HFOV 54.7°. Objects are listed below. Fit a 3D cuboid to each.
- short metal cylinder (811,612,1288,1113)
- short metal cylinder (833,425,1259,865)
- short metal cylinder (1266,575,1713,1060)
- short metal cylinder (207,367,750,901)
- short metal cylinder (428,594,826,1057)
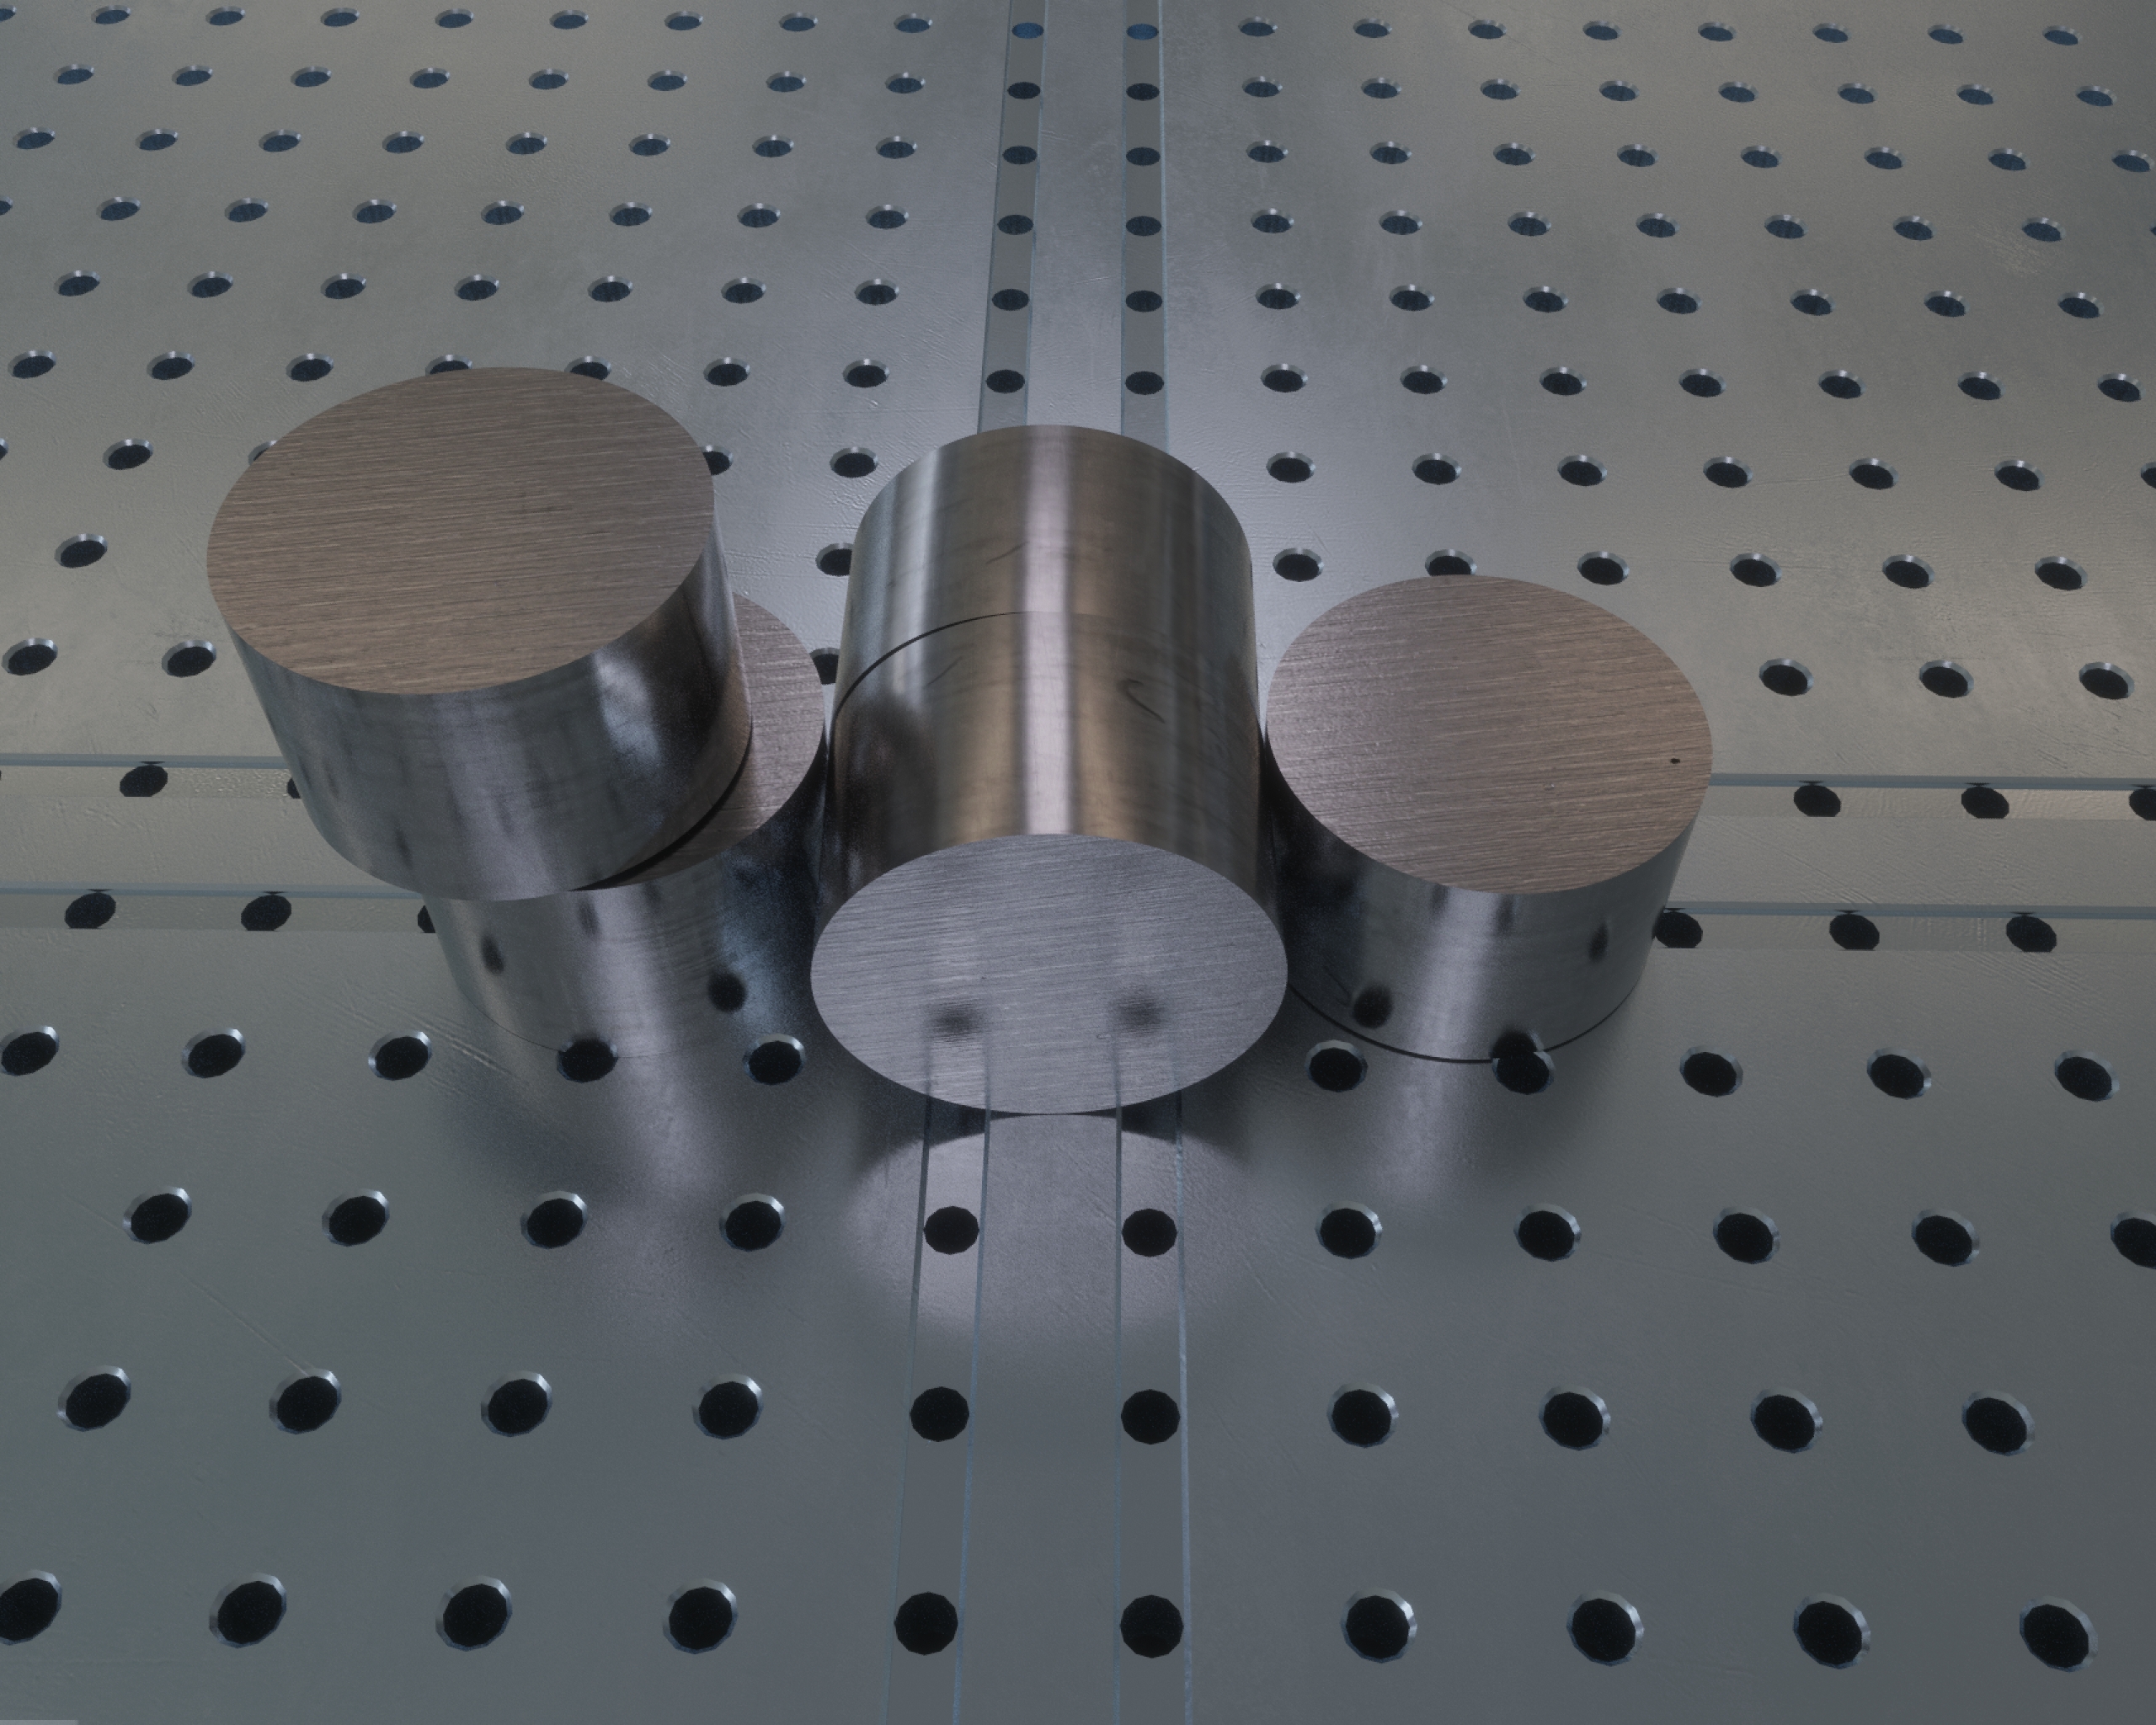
[{"bbox_3d":[-0.005,0.002,0.370,0.081,0.080,0.050,-1,50,-1],"label":"short metal cylinder"},{"bbox_3d":[-0.006,-0.037,0.403,0.081,0.080,0.050,1,51,0],"label":"short metal cylinder"},{"bbox_3d":[0.075,-0.009,0.399,0.081,0.050,0.080,0,50,0],"label":"short metal cylinder"},{"bbox_3d":[-0.099,-0.040,0.357,0.081,0.050,0.080,0,50,0],"label":"short metal cylinder"},{"bbox_3d":[-0.087,-0.010,0.399,0.081,0.050,0.080,0,50,0],"label":"short metal cylinder"}]
